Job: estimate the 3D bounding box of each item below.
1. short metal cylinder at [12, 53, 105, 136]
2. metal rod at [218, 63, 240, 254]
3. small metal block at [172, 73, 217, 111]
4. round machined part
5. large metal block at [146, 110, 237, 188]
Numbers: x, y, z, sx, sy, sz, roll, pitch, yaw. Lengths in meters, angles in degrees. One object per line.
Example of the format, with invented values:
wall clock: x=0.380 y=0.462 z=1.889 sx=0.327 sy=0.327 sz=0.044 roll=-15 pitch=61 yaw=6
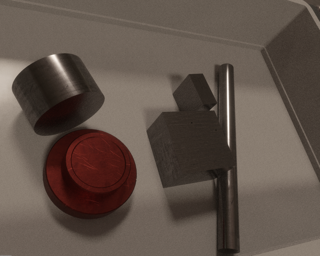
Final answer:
short metal cylinder: x=-0.108 y=-0.035 z=0.334 sx=0.081 sy=0.080 sz=0.050 roll=-24 pitch=75 yaw=-37
metal rod: x=0.097 y=0.021 z=0.446 sx=0.025 sy=0.025 sz=0.300 roll=20 pitch=54 yaw=-17
small metal block: x=0.049 y=-0.042 z=0.444 sx=0.025 sy=0.050 sz=0.050 roll=-9 pitch=66 yaw=-32
round machined part: x=-0.070 y=0.043 z=0.331 sx=0.099 sy=0.042 sz=0.098 roll=14 pitch=56 yaw=-21
large metal block: x=0.038 y=0.025 z=0.397 sx=0.081 sy=0.050 sz=0.080 roll=-3 pitch=64 yaw=-30
